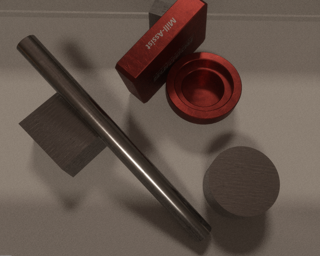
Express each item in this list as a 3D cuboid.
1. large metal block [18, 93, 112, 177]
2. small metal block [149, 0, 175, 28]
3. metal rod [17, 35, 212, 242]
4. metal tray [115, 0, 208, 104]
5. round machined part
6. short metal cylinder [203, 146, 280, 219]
[{"bbox_3d":[-0.112,0.002,0.394,0.080,0.050,0.080,42,75,13],"label":"large metal block"},{"bbox_3d":[0.012,-0.154,0.453,0.050,0.050,0.025,20,71,7],"label":"small metal block"},{"bbox_3d":[-0.050,0.015,0.357,0.025,0.025,0.300,-43,94,-14],"label":"metal rod"},{"bbox_3d":[0.006,-0.099,0.401,0.030,0.090,0.130,41,84,13],"label":"metal tray"},{"bbox_3d":[0.057,-0.050,0.420,0.099,0.042,0.098,0,70,-1],"label":"round machined part"},{"bbox_3d":[0.095,0.067,0.373,0.081,0.050,0.080,0,70,0],"label":"short metal cylinder"}]
